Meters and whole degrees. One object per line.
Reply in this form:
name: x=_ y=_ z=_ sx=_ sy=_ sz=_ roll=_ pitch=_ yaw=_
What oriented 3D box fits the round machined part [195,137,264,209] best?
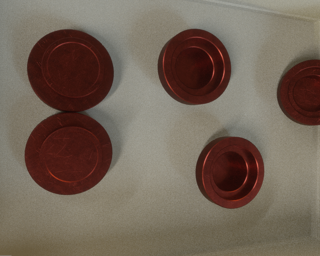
round machined part: x=0.094 y=0.060 z=0.438 sx=0.099 sy=0.042 sz=0.097 roll=0 pitch=90 yaw=-21

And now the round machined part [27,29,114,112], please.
round machined part: x=-0.103 y=-0.068 z=0.364 sx=0.099 sy=0.042 sz=0.097 roll=0 pitch=90 yaw=-21

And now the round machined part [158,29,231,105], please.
round machined part: x=0.043 y=-0.079 z=0.418 sx=0.099 sy=0.042 sz=0.097 roll=0 pitch=90 yaw=-21

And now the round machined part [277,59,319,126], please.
round machined part: x=0.230 y=-0.052 z=0.475 sx=0.099 sy=0.042 sz=0.097 roll=0 pitch=88 yaw=7

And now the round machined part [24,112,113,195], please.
round machined part: x=-0.104 y=0.030 z=0.360 sx=0.099 sy=0.042 sz=0.097 roll=-2 pitch=95 yaw=-21
